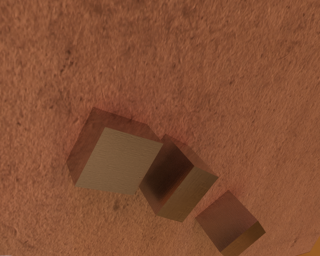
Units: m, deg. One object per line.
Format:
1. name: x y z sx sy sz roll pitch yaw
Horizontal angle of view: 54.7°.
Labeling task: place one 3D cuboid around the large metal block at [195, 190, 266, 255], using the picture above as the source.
1. large metal block: 0.123 0.171 0.547 0.080 0.080 0.050 -39 130 -2

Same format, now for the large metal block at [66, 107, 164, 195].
1. large metal block: -0.056 0.030 0.380 0.081 0.050 0.080 18 109 -36

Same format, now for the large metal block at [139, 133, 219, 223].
1. large metal block: 0.019 0.068 0.425 0.050 0.080 0.080 28 103 -38
